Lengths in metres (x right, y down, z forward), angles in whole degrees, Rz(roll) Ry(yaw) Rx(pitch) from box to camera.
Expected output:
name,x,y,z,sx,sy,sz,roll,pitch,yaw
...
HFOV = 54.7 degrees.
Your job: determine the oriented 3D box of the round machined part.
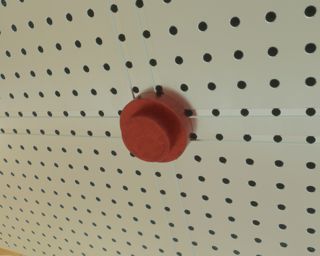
name,x,y,z,sx,sy,sz,roll,pitch,yaw
round machined part,-0.011,0.006,0.408,0.098,0.042,0.097,13,124,20
